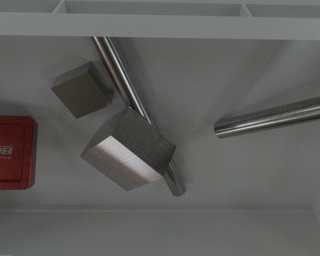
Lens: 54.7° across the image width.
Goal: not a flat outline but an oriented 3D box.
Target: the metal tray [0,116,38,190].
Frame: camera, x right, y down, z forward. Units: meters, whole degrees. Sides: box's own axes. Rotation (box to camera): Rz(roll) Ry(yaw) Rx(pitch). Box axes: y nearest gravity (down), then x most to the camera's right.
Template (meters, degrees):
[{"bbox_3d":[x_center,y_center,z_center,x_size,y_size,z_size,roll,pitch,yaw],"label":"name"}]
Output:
[{"bbox_3d":[-0.224,0.030,0.381,0.131,0.089,0.030,2,173,-11],"label":"metal tray"}]

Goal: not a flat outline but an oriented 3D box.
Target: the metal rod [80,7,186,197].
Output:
[{"bbox_3d":[-0.019,-0.008,0.401,0.025,0.025,0.299,-15,129,12],"label":"metal rod"}]

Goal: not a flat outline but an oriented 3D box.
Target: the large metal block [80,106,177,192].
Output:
[{"bbox_3d":[-0.041,0.030,0.394,0.080,0.050,0.080,41,138,-18],"label":"large metal block"}]

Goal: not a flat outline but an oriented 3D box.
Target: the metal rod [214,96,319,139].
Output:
[{"bbox_3d":[0.183,-0.025,0.310,0.299,0.025,0.025,-15,134,45],"label":"metal rod"}]

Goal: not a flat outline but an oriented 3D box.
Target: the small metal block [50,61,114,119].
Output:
[{"bbox_3d":[-0.091,-0.044,0.370,0.050,0.025,0.050,-20,128,16],"label":"small metal block"}]
